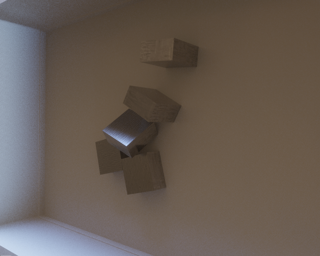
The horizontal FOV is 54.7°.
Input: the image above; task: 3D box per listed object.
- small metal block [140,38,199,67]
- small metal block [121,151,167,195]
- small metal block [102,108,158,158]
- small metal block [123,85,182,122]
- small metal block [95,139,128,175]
[{"bbox_3d":[0.012,-0.090,0.379,0.050,0.050,0.025,7,95,39],"label":"small metal block"},{"bbox_3d":[-0.023,0.062,0.424,0.050,0.025,0.050,-18,79,38],"label":"small metal block"},{"bbox_3d":[-0.040,0.006,0.419,0.050,0.050,0.025,29,150,36],"label":"small metal block"},{"bbox_3d":[-0.010,-0.030,0.397,0.050,0.050,0.025,36,112,34],"label":"small metal block"},{"bbox_3d":[-0.067,0.040,0.459,0.050,0.025,0.050,-16,80,38],"label":"small metal block"}]
